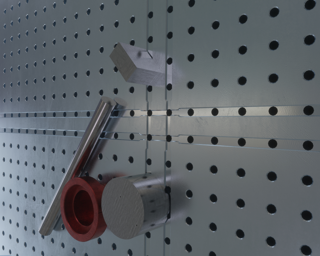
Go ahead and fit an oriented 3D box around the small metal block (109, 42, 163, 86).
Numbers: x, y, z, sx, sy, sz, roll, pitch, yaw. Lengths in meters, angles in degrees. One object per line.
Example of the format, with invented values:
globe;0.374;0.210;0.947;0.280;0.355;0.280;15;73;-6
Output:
small metal block;-0.032;-0.086;0.420;0.025;0.050;0.050;-48;62;29

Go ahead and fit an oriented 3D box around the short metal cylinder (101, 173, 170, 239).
short metal cylinder;-0.034;0.104;0.421;0.080;0.050;0.079;0;90;40

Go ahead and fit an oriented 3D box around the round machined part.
round machined part;-0.112;0.125;0.490;0.098;0.042;0.097;0;90;40

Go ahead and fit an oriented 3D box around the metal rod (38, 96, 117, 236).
metal rod;-0.148;0.077;0.531;0.025;0.025;0.298;45;117;30
